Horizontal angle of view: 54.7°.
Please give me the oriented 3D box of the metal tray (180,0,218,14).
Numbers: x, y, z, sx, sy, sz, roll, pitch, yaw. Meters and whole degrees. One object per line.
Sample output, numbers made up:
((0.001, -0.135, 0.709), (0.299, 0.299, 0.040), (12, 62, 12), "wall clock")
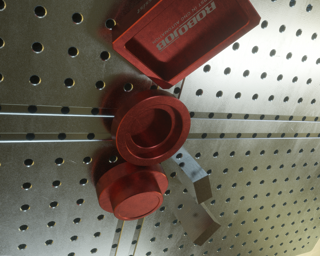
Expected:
((0.039, -0.194, 0.309), (0.090, 0.030, 0.130), (-38, 129, -3), "metal tray")

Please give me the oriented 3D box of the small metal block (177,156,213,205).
((0.053, 0.079, 0.473), (0.025, 0.050, 0.050), (-26, 128, -13), "small metal block")

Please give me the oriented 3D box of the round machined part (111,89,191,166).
((-0.014, -0.004, 0.390), (0.099, 0.042, 0.097), (-14, 124, -21), "round machined part")

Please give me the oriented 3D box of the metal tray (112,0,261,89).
((0.025, -0.106, 0.323), (0.130, 0.030, 0.090), (-34, 134, 25), "metal tray")

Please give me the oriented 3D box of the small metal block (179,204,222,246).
((0.068, 0.164, 0.534), (0.050, 0.050, 0.025), (-47, 129, 4), "small metal block")

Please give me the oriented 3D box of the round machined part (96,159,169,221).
((-0.034, 0.090, 0.422), (0.099, 0.042, 0.097), (-15, 139, -13), "round machined part")
